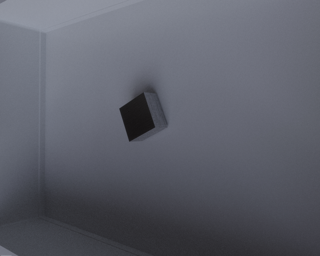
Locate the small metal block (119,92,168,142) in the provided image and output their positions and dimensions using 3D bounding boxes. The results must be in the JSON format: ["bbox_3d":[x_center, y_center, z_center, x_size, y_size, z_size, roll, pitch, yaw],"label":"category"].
[{"bbox_3d":[-0.023,-0.014,0.419,0.050,0.025,0.050,-29,72,36],"label":"small metal block"}]
